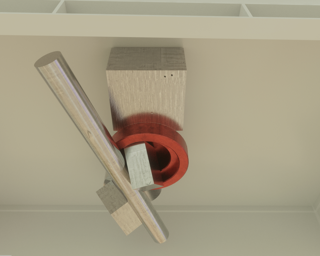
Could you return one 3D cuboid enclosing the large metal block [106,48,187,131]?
[{"bbox_3d":[-0.014,-0.043,0.352,0.081,0.050,0.079,0,130,-1],"label":"large metal block"}]

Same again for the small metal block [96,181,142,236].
[{"bbox_3d":[-0.055,0.106,0.412,0.025,0.050,0.050,-35,129,-15],"label":"small metal block"}]

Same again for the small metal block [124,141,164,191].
[{"bbox_3d":[-0.018,0.046,0.367,0.025,0.050,0.050,-17,163,9],"label":"small metal block"}]

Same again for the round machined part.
[{"bbox_3d":[-0.015,0.030,0.383,0.099,0.042,0.097,-1,130,0],"label":"round machined part"}]

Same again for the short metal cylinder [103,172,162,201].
[{"bbox_3d":[-0.038,0.067,0.448,0.081,0.050,0.079,0,130,0],"label":"short metal cylinder"}]

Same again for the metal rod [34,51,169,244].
[{"bbox_3d":[-0.047,0.048,0.356,0.025,0.025,0.299,-15,129,12],"label":"metal rod"}]
